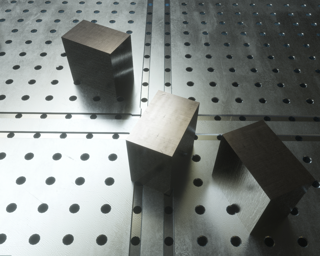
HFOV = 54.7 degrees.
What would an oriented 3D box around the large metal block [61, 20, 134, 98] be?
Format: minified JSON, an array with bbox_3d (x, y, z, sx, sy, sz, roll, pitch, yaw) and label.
[{"bbox_3d":[-0.088,-0.102,0.456,0.080,0.080,0.050,22,54,17],"label":"large metal block"}]

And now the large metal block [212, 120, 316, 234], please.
[{"bbox_3d":[0.102,0.052,0.329,0.050,0.080,0.080,-19,53,-15],"label":"large metal block"}]

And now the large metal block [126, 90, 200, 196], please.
[{"bbox_3d":[0.005,0.017,0.358,0.050,0.080,0.080,19,53,15],"label":"large metal block"}]
